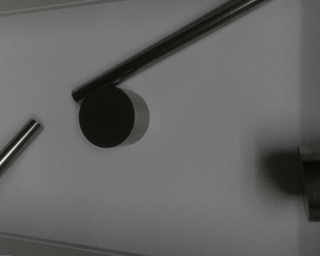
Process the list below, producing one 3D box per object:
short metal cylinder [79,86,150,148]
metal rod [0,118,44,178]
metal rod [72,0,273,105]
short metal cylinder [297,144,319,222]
[{"bbox_3d":[-0.060,-0.014,0.417,0.080,0.050,0.079,0,90,19],"label":"short metal cylinder"},{"bbox_3d":[-0.270,0.108,0.423,0.025,0.025,0.300,28,67,17],"label":"metal rod"},{"bbox_3d":[0.009,-0.106,0.406,0.300,0.025,0.025,-25,82,17],"label":"metal rod"},{"bbox_3d":[0.175,0.055,0.320,0.050,0.080,0.080,-7,88,19],"label":"short metal cylinder"}]
